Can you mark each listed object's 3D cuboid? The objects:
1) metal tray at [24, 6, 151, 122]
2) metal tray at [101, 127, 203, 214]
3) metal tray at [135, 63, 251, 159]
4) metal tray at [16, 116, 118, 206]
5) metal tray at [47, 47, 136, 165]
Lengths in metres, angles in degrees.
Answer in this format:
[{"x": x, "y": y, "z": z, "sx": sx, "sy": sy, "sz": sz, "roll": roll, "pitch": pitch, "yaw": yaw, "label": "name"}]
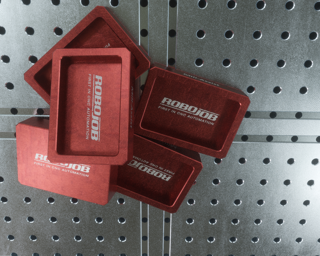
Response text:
[{"x": -0.087, "y": -0.073, "z": 0.382, "sx": 0.130, "sy": 0.030, "sz": 0.090, "roll": -38, "pitch": 105, "yaw": 12, "label": "metal tray"}, {"x": -0.018, "y": 0.055, "z": 0.430, "sx": 0.131, "sy": 0.030, "sz": 0.090, "roll": 24, "pitch": 109, "yaw": -9, "label": "metal tray"}, {"x": 0.038, "y": -0.021, "z": 0.402, "sx": 0.131, "sy": 0.030, "sz": 0.089, "roll": 17, "pitch": 110, "yaw": -7, "label": "metal tray"}, {"x": -0.121, "y": 0.042, "z": 0.407, "sx": 0.130, "sy": 0.030, "sz": 0.089, "roll": 11, "pitch": 111, "yaw": 10, "label": "metal tray"}, {"x": -0.077, "y": -0.024, "z": 0.355, "sx": 0.090, "sy": 0.030, "sz": 0.129, "roll": 1, "pitch": 86, "yaw": 7, "label": "metal tray"}]
